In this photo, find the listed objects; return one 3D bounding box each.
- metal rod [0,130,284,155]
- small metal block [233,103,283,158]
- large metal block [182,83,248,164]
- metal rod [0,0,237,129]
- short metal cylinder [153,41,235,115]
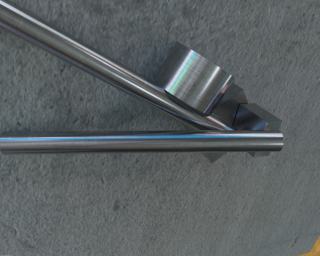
[{"bbox_3d":[-0.015,0.015,0.342,0.302,0.025,0.025,0,121,-5],"label":"metal rod"},{"bbox_3d":[0.120,0.002,0.392,0.025,0.050,0.050,-4,121,-26],"label":"small metal block"},{"bbox_3d":[0.078,-0.011,0.428,0.080,0.050,0.080,-35,129,-4],"label":"large metal block"},{"bbox_3d":[-0.032,-0.049,0.324,0.302,0.025,0.025,26,104,-26],"label":"metal rod"},{"bbox_3d":[0.040,-0.058,0.362,0.080,0.080,0.050,23,106,-37],"label":"short metal cylinder"}]
